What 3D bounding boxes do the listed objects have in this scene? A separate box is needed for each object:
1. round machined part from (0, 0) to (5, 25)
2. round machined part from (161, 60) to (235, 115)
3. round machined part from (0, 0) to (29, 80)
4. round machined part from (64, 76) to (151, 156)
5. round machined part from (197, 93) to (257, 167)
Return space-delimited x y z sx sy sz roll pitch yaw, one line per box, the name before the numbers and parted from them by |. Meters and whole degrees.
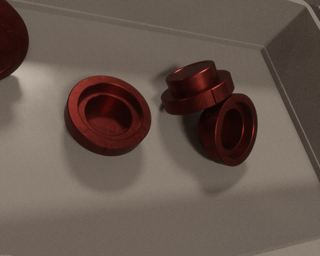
round machined part | -0.230 -0.134 0.339 0.098 0.042 0.098 34 36 -28
round machined part | 0.046 -0.059 0.417 0.099 0.098 0.042 -41 117 -39
round machined part | -0.181 -0.085 0.309 0.099 0.097 0.042 -16 45 -35
round machined part | -0.064 -0.011 0.368 0.099 0.042 0.098 14 56 -21
round machined part | 0.089 0.001 0.424 0.099 0.042 0.097 -8 102 -42
